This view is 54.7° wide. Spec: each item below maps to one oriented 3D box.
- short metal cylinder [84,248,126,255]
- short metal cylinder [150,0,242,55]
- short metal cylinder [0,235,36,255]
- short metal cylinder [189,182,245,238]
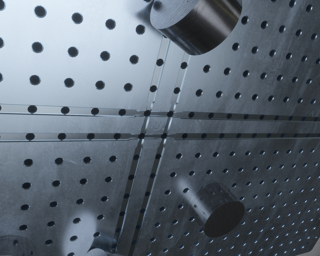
[{"bbox_3d":[-0.086,0.230,0.471,0.080,0.080,0.050,-49,129,6],"label":"short metal cylinder"},{"bbox_3d":[0.036,-0.123,0.319,0.050,0.080,0.080,29,103,-38],"label":"short metal cylinder"},{"bbox_3d":[-0.202,0.187,0.400,0.081,0.050,0.079,-14,124,-21],"label":"short metal cylinder"},{"bbox_3d":[0.098,0.142,0.536,0.081,0.050,0.079,-14,124,-21],"label":"short metal cylinder"}]
